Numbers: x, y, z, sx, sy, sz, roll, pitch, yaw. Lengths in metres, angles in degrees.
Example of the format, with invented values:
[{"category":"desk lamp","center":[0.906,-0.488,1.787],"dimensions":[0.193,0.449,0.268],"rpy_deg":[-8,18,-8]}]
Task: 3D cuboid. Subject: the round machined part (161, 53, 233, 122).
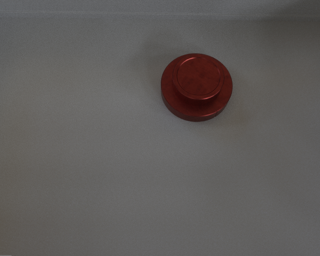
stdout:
[{"category":"round machined part","center":[0.050,-0.061,0.423],"dimensions":[0.099,0.042,0.098],"rpy_deg":[0,70,0]}]
